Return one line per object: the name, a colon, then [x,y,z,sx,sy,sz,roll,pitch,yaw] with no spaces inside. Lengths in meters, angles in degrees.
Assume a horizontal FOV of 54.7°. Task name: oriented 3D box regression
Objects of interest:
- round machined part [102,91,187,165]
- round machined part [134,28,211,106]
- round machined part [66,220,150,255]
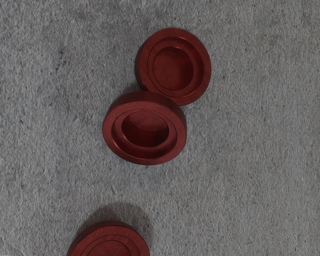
round machined part: [-0.017,-0.004,0.376,0.099,0.042,0.097,3,128,4]
round machined part: [0.014,-0.076,0.405,0.099,0.042,0.097,0,90,-20]
round machined part: [-0.065,0.161,0.376,0.099,0.042,0.097,0,90,-20]
